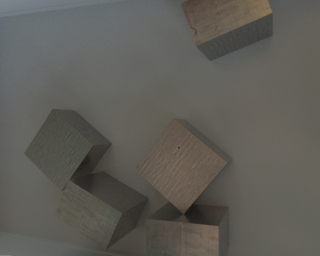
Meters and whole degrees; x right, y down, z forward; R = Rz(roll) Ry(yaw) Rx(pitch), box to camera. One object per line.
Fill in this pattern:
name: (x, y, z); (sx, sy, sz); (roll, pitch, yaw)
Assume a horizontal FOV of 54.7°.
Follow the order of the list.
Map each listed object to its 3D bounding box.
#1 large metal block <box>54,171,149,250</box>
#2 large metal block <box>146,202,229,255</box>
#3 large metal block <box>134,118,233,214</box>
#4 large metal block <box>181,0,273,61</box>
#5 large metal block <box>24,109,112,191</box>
large metal block: (-0.074, 0.103, 0.407); (0.080, 0.080, 0.050); (27, 99, 18)
large metal block: (0.036, 0.125, 0.368); (0.080, 0.080, 0.050); (0, 90, 20)
large metal block: (0.030, 0.045, 0.386); (0.080, 0.050, 0.080); (41, 103, 15)
large metal block: (0.080, -0.123, 0.353); (0.080, 0.080, 0.050); (-20, 84, 19)
large metal block: (-0.131, 0.029, 0.443); (0.080, 0.050, 0.080); (40, 102, 15)
